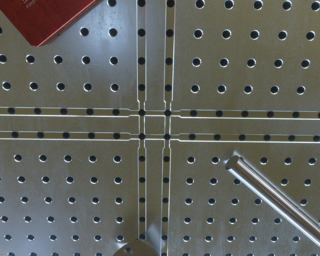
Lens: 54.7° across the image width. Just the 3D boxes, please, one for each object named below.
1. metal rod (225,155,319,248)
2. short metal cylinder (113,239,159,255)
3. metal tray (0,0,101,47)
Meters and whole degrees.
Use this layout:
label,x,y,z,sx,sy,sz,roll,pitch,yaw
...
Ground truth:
label,x,y,z,sx,sy,sz,roll,pitch,yaw
metal rod,0.213,0.141,0.468,0.301,0.025,0.025,39,105,-14
short metal cylinder,-0.034,0.215,0.463,0.080,0.080,0.050,-25,108,8
metal tray,-0.120,-0.165,0.348,0.130,0.030,0.090,-34,107,11
